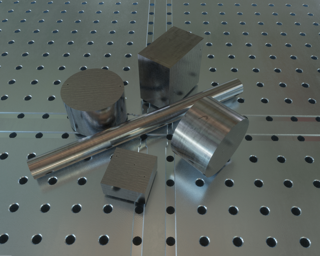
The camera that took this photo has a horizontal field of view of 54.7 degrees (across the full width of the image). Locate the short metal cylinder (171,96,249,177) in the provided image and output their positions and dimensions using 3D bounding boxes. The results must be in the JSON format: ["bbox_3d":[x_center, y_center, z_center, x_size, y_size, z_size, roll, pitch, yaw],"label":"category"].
[{"bbox_3d":[0.058,0.010,0.359,0.050,0.080,0.080,36,59,26],"label":"short metal cylinder"}]

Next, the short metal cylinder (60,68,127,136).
[{"bbox_3d":[-0.086,-0.035,0.415,0.081,0.050,0.080,0,50,0],"label":"short metal cylinder"}]

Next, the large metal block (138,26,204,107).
[{"bbox_3d":[0.016,-0.083,0.437,0.050,0.080,0.080,29,56,22],"label":"large metal block"}]

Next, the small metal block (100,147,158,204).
[{"bbox_3d":[-0.034,0.054,0.357,0.050,0.025,0.050,12,51,9],"label":"small metal block"}]

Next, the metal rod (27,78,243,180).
[{"bbox_3d":[-0.018,-0.006,0.408,0.302,0.025,0.025,-23,54,-18],"label":"metal rod"}]
